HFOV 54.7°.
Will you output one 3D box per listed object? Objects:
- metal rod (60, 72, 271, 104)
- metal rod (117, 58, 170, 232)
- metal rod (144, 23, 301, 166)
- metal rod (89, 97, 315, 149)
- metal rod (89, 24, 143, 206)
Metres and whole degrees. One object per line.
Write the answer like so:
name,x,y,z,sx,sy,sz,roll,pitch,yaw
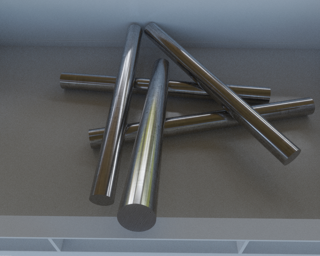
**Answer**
metal rod,0.005,-0.059,0.454,0.302,0.025,0.025,5,50,4
metal rod,-0.006,-0.017,0.327,0.025,0.025,0.300,3,30,2
metal rod,0.066,-0.064,0.424,0.025,0.025,0.300,-26,55,-20
metal rod,0.060,-0.008,0.412,0.302,0.025,0.025,-9,51,-8
metal rod,-0.049,-0.042,0.406,0.025,0.025,0.300,3,50,2
